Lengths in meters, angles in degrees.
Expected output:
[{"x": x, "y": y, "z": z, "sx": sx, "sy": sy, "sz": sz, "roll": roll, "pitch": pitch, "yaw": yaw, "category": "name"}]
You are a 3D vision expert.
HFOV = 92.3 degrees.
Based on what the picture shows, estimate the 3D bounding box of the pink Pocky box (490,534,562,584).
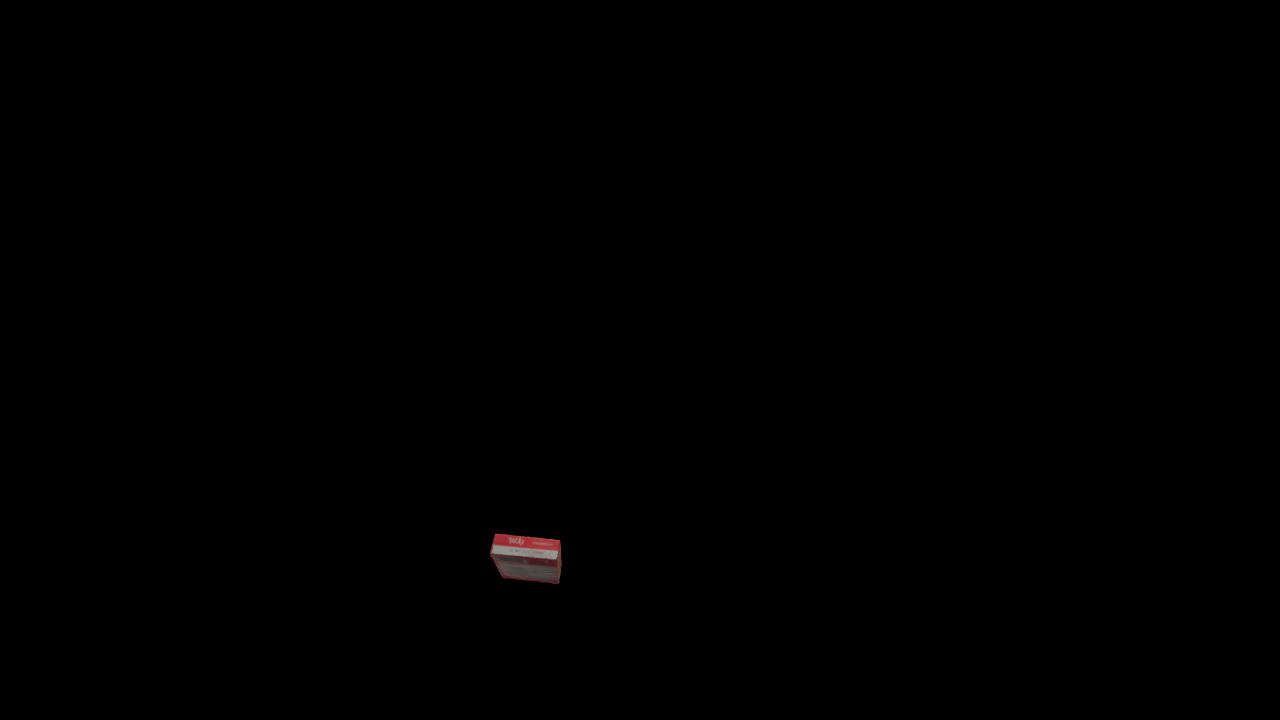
[{"x": -0.148, "y": 0.267, "z": 0.821, "sx": 0.084, "sy": 0.029, "sz": 0.155, "roll": 7, "pitch": -31, "yaw": -2, "category": "pink Pocky box"}]
